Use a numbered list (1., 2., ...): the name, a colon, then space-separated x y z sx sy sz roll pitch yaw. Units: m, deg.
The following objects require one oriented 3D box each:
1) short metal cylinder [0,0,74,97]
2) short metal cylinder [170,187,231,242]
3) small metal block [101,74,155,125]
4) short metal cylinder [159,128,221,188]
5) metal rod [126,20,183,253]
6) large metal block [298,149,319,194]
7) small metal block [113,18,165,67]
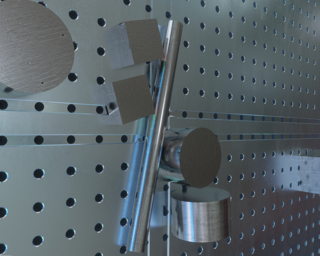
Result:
1. short metal cylinder: -0.128 -0.070 0.285 0.081 0.050 0.080 0 90 -40
2. short metal cylinder: 0.055 0.114 0.420 0.081 0.080 0.050 -4 93 -40
3. small metal block: -0.038 -0.035 0.377 0.050 0.025 0.050 -22 104 -38
4. short metal cylinder: 0.039 0.039 0.425 0.081 0.050 0.080 0 90 -40
5. metal rod: -0.005 0.004 0.404 0.025 0.025 0.299 16 80 -39
6. large metal block: 0.354 0.095 0.690 0.081 0.050 0.079 -10 97 -40
7. small metal block: -0.025 -0.107 0.387 0.050 0.025 0.050 -21 104 -38
